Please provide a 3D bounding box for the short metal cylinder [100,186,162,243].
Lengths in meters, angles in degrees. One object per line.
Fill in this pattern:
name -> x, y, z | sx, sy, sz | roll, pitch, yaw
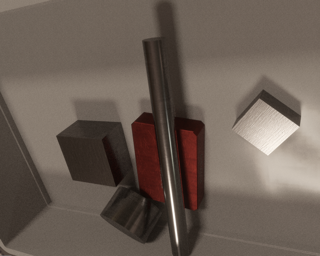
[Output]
short metal cylinder -> -0.044, 0.134, 0.477 | 0.080, 0.050, 0.080 | 27, 155, 14

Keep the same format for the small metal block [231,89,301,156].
small metal block -> 0.117, -0.006, 0.343 | 0.050, 0.025, 0.050 | 36, 129, 3

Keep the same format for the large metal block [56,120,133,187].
large metal block -> -0.096, 0.036, 0.463 | 0.080, 0.050, 0.079 | 3, 120, 26

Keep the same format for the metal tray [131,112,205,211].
metal tray -> 0.013, 0.047, 0.426 | 0.090, 0.030, 0.129 | 10, 123, 22

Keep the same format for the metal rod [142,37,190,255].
metal rod -> 0.012, 0.042, 0.384 | 0.025, 0.025, 0.298 | 4, 116, 25
